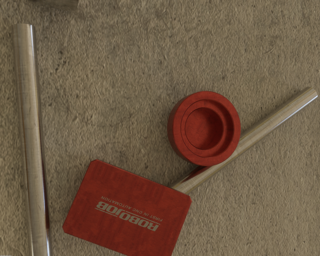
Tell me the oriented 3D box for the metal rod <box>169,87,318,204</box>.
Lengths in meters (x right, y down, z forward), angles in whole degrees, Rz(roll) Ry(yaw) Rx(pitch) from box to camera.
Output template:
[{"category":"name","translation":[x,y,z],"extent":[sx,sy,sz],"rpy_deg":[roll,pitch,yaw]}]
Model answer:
[{"category":"metal rod","translation":[0.121,0.022,0.454],"extent":[0.302,0.025,0.025],"rpy_deg":[-33,101,-17]}]

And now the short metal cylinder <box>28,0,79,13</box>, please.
[{"category":"short metal cylinder","translation":[-0.113,-0.173,0.338],"extent":[0.050,0.080,0.080],"rpy_deg":[5,88,-20]}]

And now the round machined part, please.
[{"category":"round machined part","translation":[0.056,0.001,0.419],"extent":[0.099,0.042,0.097],"rpy_deg":[1,88,-19]}]

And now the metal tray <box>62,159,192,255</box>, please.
[{"category":"metal tray","translation":[-0.038,0.102,0.377],"extent":[0.131,0.030,0.090],"rpy_deg":[23,82,-6]}]

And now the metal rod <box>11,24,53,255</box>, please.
[{"category":"metal rod","translation":[-0.145,0.034,0.355],"extent":[0.025,0.025,0.298],"rpy_deg":[-4,92,-20]}]
